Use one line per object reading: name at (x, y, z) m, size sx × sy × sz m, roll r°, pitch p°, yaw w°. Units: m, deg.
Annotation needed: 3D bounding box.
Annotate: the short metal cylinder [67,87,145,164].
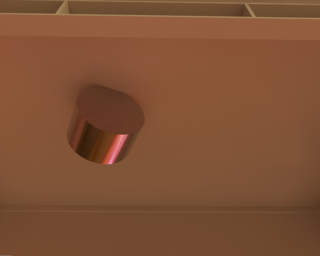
short metal cylinder at (-0.065, -0.004, 0.369) m, size 0.080 × 0.080 × 0.050 m, roll 18°, pitch 128°, yaw -15°
